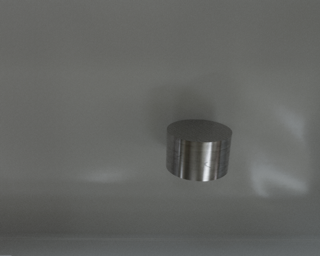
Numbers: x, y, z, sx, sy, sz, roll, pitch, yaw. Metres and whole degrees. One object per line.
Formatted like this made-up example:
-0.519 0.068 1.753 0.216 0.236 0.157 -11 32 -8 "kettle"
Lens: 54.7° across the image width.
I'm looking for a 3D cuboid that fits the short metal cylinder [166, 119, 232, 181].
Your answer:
0.048 0.025 0.392 0.081 0.080 0.050 1 110 -1 "short metal cylinder"
